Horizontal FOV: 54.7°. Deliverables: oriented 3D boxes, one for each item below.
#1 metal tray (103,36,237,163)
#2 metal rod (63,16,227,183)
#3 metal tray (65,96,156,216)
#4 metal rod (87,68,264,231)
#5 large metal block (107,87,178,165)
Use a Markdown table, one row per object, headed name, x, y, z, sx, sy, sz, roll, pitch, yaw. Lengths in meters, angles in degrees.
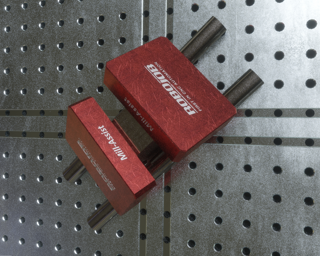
| name | x | y | z | sx | sy | sz | roll | pitch | yaw |
| --- | --- | --- | --- | --- | --- | --- | --- | --- | --- |
| metal tray | 0.010 | -0.037 | 0.350 | 0.091 | 0.030 | 0.130 | -34 | 75 | -29 |
| metal rod | -0.030 | -0.030 | 0.422 | 0.299 | 0.025 | 0.025 | -44 | 77 | 14 |
| metal tray | -0.066 | 0.037 | 0.377 | 0.130 | 0.030 | 0.090 | 52 | 149 | 12 |
| metal rod | 0.011 | 0.037 | 0.408 | 0.299 | 0.025 | 0.025 | -43 | 77 | 14 |
| large metal block | -0.013 | -0.002 | 0.386 | 0.080 | 0.080 | 0.050 | -44 | 77 | 14 |
